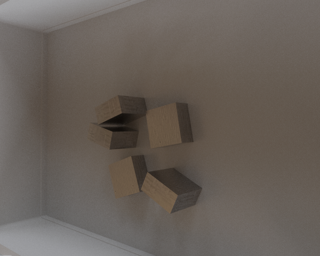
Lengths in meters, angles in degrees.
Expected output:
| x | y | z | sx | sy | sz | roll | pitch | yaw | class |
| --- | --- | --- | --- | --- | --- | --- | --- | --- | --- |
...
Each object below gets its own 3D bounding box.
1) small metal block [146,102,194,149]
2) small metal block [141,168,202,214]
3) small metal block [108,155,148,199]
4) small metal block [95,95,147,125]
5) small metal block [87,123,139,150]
| x | y | z | sx | sy | sz | roll | pitch | yaw | class |
| --- | --- | --- | --- | --- | --- | --- | --- | --- | --- |
| 0.012 | -0.002 | 0.397 | 0.050 | 0.025 | 0.050 | -13 | 82 | 39 | small metal block |
| 0.014 | 0.075 | 0.379 | 0.050 | 0.050 | 0.025 | 32 | 110 | 35 | small metal block |
| -0.043 | 0.070 | 0.443 | 0.050 | 0.025 | 0.050 | -24 | 75 | 37 | small metal block |
| -0.054 | -0.024 | 0.435 | 0.050 | 0.050 | 0.025 | -22 | 77 | 38 | small metal block |
| -0.068 | 0.011 | 0.447 | 0.050 | 0.050 | 0.025 | 19 | 102 | 38 | small metal block |
